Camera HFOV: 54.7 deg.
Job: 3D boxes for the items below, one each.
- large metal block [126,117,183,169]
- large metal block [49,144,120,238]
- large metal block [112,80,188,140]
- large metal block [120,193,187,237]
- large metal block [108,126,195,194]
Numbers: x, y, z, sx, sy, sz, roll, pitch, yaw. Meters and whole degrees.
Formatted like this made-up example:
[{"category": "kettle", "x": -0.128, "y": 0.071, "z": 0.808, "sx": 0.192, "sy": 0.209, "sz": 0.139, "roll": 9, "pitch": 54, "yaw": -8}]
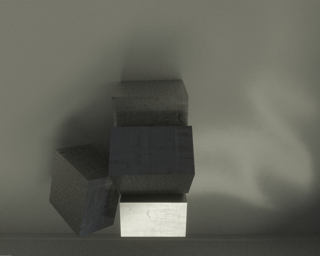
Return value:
[{"category": "large metal block", "x": -0.010, "y": 0.031, "z": 0.409, "sx": 0.081, "sy": 0.050, "sz": 0.079, "roll": -1, "pitch": 110, "yaw": 0}, {"category": "large metal block", "x": -0.097, "y": 0.077, "z": 0.399, "sx": 0.050, "sy": 0.080, "sz": 0.079, "roll": -7, "pitch": 119, "yaw": -44}, {"category": "large metal block", "x": -0.010, "y": -0.024, "z": 0.370, "sx": 0.081, "sy": 0.080, "sz": 0.050, "roll": -1, "pitch": 110, "yaw": 0}, {"category": "large metal block", "x": -0.008, "y": 0.099, "z": 0.416, "sx": 0.081, "sy": 0.080, "sz": 0.050, "roll": 0, "pitch": 110, "yaw": -1}, {"category": "large metal block", "x": -0.008, "y": 0.037, "z": 0.334, "sx": 0.081, "sy": 0.080, "sz": 0.050, "roll": -1, "pitch": 65, "yaw": 0}]
